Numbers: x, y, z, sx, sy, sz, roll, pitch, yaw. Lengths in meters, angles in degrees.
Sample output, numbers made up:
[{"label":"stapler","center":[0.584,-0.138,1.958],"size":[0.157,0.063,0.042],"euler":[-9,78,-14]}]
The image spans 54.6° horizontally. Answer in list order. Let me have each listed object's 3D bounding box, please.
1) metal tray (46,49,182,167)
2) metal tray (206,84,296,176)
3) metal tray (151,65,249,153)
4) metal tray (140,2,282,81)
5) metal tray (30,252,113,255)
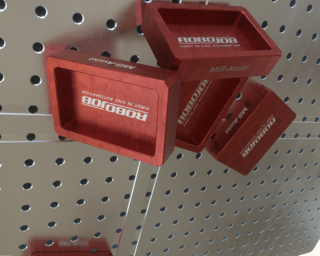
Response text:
[{"label":"metal tray","center":[-0.048,-0.022,0.311],"size":[0.030,0.130,0.089],"euler":[-48,148,-54]},{"label":"metal tray","center":[0.145,0.006,0.490],"size":[0.090,0.030,0.130],"euler":[30,102,-38]},{"label":"metal tray","center":[0.048,-0.035,0.411],"size":[0.091,0.030,0.129],"euler":[19,108,-36]},{"label":"metal tray","center":[0.055,-0.095,0.336],"size":[0.131,0.090,0.030],"euler":[-8,146,-24]},{"label":"metal tray","center":[-0.142,0.234,0.473],"size":[0.131,0.030,0.090],"euler":[16,110,-35]}]
